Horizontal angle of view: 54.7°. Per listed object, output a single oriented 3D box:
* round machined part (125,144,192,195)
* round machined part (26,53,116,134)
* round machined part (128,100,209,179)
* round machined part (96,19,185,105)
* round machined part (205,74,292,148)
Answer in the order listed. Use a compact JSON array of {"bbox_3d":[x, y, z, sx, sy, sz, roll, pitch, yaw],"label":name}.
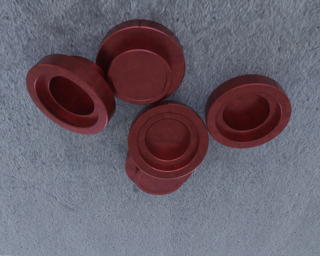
[{"bbox_3d":[-0.001,0.060,0.448,0.099,0.042,0.097,-1,130,0],"label":"round machined part"},{"bbox_3d":[-0.094,-0.041,0.347,0.098,0.042,0.097,15,139,14],"label":"round machined part"},{"bbox_3d":[0.009,0.012,0.394,0.099,0.042,0.097,-1,107,-3],"label":"round machined part"},{"bbox_3d":[-0.021,-0.065,0.341,0.099,0.042,0.097,-1,130,0],"label":"round machined part"},{"bbox_3d":[0.104,-0.024,0.379,0.099,0.042,0.097,-1,130,0],"label":"round machined part"}]
